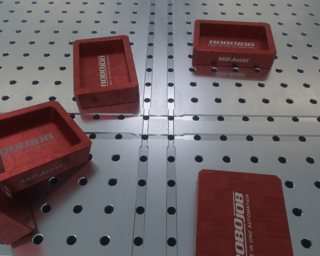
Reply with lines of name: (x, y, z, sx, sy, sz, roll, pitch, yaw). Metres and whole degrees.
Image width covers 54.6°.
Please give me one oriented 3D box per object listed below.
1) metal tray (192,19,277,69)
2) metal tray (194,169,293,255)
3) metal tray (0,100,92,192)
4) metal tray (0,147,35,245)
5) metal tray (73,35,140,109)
metal tray: (0.122, -0.144, 0.525, 0.131, 0.030, 0.090, 4, 50, 3)
metal tray: (0.081, 0.107, 0.315, 0.090, 0.030, 0.130, 5, 50, 4)
metal tray: (-0.158, 0.021, 0.357, 0.131, 0.030, 0.090, -23, 58, -39)
metal tray: (-0.181, 0.047, 0.322, 0.030, 0.090, 0.130, -30, 55, -8)
metal tray: (-0.086, -0.091, 0.480, 0.091, 0.030, 0.130, -8, 50, -7)
